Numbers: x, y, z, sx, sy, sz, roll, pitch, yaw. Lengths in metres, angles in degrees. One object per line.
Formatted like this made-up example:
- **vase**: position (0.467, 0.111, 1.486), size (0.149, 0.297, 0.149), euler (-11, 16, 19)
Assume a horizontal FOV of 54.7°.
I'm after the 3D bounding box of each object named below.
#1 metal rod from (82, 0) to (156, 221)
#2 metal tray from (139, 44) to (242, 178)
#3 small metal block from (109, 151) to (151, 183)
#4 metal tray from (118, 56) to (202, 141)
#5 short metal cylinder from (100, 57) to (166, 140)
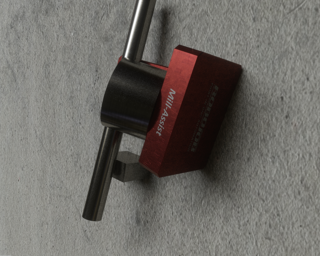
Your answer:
- **metal rod**: position (-0.051, -0.030, 0.395), size (0.025, 0.025, 0.298), euler (14, 90, 39)
- **metal tray**: position (0.035, -0.015, 0.334), size (0.030, 0.091, 0.129), euler (29, 108, 36)
- **small metal block**: position (-0.047, 0.052, 0.427), size (0.050, 0.050, 0.025), euler (17, 101, 38)
- **metal tray**: position (-0.010, -0.039, 0.409), size (0.130, 0.030, 0.089), euler (23, 105, 37)
- **short metal cylinder**: position (-0.025, -0.032, 0.342), size (0.050, 0.080, 0.079), euler (19, 105, 4)
